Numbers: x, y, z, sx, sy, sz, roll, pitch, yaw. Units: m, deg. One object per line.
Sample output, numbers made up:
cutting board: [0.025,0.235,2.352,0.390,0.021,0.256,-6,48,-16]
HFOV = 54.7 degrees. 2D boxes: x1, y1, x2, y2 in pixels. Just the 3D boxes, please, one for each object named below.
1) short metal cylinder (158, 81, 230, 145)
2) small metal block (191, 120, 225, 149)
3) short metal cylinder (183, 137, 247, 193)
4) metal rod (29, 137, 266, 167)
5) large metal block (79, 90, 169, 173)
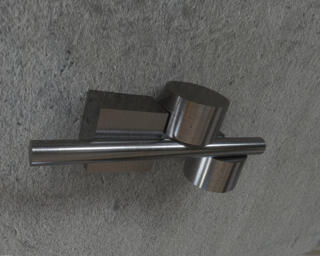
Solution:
short metal cylinder: [0.039,-0.020,0.384,0.081,0.080,0.050,2,118,-30]
small metal block: [0.051,0.008,0.425,0.050,0.050,0.025,1,118,-29]
short metal cylinder: [0.078,0.048,0.447,0.081,0.080,0.050,0,119,-29]
metal rod: [0.010,0.024,0.364,0.303,0.025,0.025,0,118,-30]
large metal block: [-0.046,0.005,0.367,0.081,0.050,0.079,3,117,-30]
